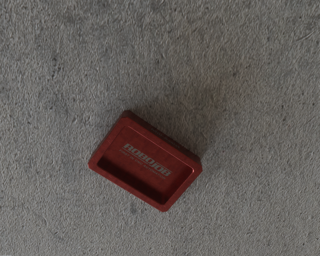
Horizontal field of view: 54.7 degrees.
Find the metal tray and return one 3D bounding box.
[{"bbox_3d":[-0.019,0.047,0.426,0.130,0.030,0.090,34,106,-12],"label":"metal tray"}]
